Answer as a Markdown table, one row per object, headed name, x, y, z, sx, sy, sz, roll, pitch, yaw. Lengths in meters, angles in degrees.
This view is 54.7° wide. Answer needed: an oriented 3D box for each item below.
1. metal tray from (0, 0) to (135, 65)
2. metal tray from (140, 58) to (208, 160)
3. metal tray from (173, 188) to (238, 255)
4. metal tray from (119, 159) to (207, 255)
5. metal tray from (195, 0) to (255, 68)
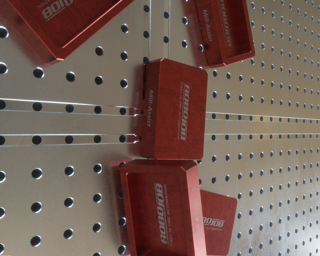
| name | x | y | z | sx | sy | sz | roll | pitch | yaw |
| --- | --- | --- | --- | --- | --- | --- | --- | --- | --- |
| metal tray | -0.096 | -0.141 | 0.326 | 0.130 | 0.030 | 0.090 | -51 | 120 | -28 |
| metal tray | 0.022 | -0.022 | 0.426 | 0.091 | 0.030 | 0.129 | 6 | 86 | -40 |
| metal tray | 0.058 | 0.137 | 0.457 | 0.131 | 0.030 | 0.090 | 21 | 77 | -38 |
| metal tray | 0.003 | 0.104 | 0.368 | 0.030 | 0.090 | 0.129 | -15 | 101 | -58 |
| metal tray | 0.105 | -0.169 | 0.496 | 0.091 | 0.030 | 0.129 | -23 | 105 | -38 |
